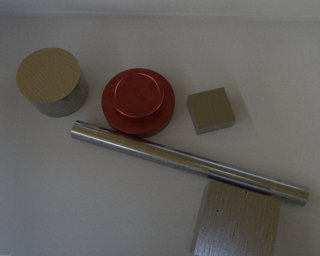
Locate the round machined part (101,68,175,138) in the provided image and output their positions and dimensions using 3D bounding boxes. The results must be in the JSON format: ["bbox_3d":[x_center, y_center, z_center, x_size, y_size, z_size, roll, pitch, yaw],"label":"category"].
[{"bbox_3d":[-0.029,-0.038,0.414,0.099,0.042,0.098,0,70,-1],"label":"round machined part"}]

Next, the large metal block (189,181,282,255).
[{"bbox_3d":[0.085,0.114,0.356,0.080,0.050,0.080,15,71,5],"label":"large metal block"}]

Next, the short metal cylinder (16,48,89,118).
[{"bbox_3d":[-0.142,-0.060,0.417,0.081,0.050,0.080,0,70,0],"label":"short metal cylinder"}]

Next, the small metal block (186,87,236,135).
[{"bbox_3d":[0.068,-0.023,0.419,0.050,0.025,0.050,-14,71,-6],"label":"small metal block"}]

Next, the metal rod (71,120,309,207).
[{"bbox_3d":[0.033,0.043,0.394,0.301,0.025,0.025,16,71,5],"label":"metal rod"}]
